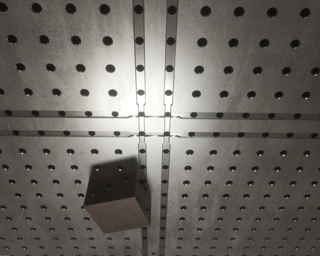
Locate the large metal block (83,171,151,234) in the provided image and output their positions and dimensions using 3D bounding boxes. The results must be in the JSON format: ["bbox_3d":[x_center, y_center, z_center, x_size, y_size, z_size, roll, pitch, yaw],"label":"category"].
[{"bbox_3d":[-0.065,0.121,0.497,0.080,0.050,0.080,-12,129,10],"label":"large metal block"}]
